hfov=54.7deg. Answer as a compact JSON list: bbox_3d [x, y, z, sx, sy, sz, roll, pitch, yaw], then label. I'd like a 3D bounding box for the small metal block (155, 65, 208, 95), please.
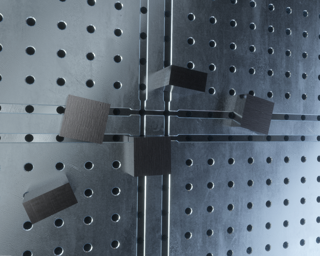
[{"bbox_3d":[0.027,-0.062,0.410,0.050,0.050,0.025,9,87,-20],"label":"small metal block"}]

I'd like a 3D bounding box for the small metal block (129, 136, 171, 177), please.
[{"bbox_3d":[-0.013,0.036,0.409,0.050,0.025,0.050,-1,90,-21],"label":"small metal block"}]

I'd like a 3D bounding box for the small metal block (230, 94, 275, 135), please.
[{"bbox_3d":[0.139,-0.020,0.466,0.050,0.025,0.050,15,85,-20],"label":"small metal block"}]

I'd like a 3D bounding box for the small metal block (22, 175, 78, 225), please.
[{"bbox_3d":[-0.125,0.080,0.354,0.050,0.050,0.025,-24,98,-19],"label":"small metal block"}]

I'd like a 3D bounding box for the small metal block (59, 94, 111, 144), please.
[{"bbox_3d":[-0.092,-0.010,0.379,0.050,0.025,0.050,13,86,-20],"label":"small metal block"}]
